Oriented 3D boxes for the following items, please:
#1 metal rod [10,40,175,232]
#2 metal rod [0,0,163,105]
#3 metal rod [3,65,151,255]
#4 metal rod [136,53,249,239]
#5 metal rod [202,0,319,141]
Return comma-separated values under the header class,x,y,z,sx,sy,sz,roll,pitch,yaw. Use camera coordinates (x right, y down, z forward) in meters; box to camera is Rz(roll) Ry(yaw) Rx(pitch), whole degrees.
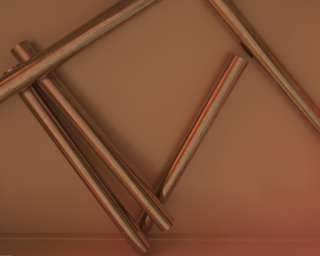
class,x,y,z,sx,sy,sz,roll,pitch,yaw
metal rod,-0.079,0.018,0.401,0.025,0.025,0.300,-35,101,12
metal rod,-0.130,-0.076,0.354,0.301,0.025,0.025,-33,107,0
metal rod,-0.103,0.050,0.414,0.025,0.025,0.299,-31,102,10
metal rod,0.032,0.038,0.425,0.025,0.025,0.298,25,108,-9
metal rod,0.161,-0.055,0.393,0.025,0.025,0.300,-42,105,13
